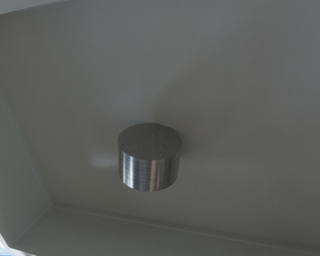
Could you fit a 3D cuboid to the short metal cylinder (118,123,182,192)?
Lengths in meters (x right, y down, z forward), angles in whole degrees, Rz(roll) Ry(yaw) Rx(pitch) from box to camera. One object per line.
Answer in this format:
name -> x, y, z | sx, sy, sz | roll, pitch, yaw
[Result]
short metal cylinder -> -0.014, 0.036, 0.403 | 0.080, 0.080, 0.050 | 17, 125, 19
